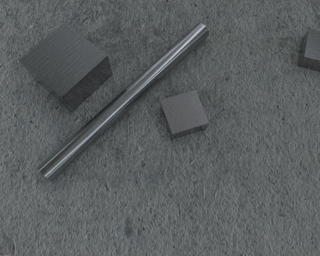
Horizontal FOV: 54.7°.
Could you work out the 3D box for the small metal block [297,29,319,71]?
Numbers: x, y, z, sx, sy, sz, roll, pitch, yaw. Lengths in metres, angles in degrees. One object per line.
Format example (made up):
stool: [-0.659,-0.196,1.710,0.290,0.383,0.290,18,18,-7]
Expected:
small metal block: [0.234,-0.111,0.452,0.050,0.025,0.050,16,71,5]

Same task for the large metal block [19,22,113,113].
large metal block: [-0.125,-0.083,0.423,0.080,0.050,0.080,39,74,13]

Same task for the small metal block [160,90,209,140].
small metal block: [0.032,-0.017,0.415,0.050,0.025,0.050,-17,71,-7]

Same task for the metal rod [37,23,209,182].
metal rod: [-0.040,-0.044,0.423,0.025,0.025,0.301,42,75,13]
